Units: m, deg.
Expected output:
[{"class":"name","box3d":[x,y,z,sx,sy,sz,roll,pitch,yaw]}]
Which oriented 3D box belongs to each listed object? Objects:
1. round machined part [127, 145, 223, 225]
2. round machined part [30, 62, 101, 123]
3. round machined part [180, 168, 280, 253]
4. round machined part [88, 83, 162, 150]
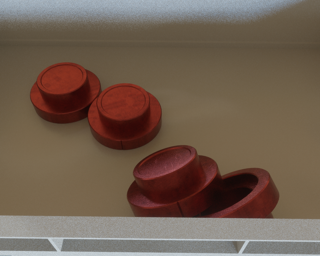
[{"class":"round machined part","box3d":[0.011,0.051,0.318,0.098,0.042,0.098,-19,16,6]},{"class":"round machined part","box3d":[-0.134,-0.056,0.440,0.099,0.042,0.098,0,50,0]},{"class":"round machined part","box3d":[0.069,0.082,0.302,0.099,0.098,0.042,-30,95,-23]},{"class":"round machined part","box3d":[-0.047,-0.022,0.412,0.099,0.042,0.098,0,50,0]}]
